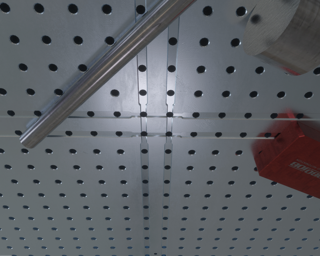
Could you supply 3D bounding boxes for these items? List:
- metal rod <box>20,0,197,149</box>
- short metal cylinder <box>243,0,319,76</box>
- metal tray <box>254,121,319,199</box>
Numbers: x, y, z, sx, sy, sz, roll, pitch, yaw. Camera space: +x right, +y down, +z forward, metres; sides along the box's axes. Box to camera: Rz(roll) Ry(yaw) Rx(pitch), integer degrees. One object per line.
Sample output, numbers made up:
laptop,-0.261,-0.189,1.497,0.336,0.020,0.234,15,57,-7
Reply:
metal rod,-0.071,-0.061,0.358,0.299,0.025,0.025,-36,122,26
short metal cylinder,0.124,-0.097,0.294,0.050,0.080,0.079,20,127,-16
metal tray,0.219,0.051,0.454,0.131,0.030,0.089,22,127,-18
